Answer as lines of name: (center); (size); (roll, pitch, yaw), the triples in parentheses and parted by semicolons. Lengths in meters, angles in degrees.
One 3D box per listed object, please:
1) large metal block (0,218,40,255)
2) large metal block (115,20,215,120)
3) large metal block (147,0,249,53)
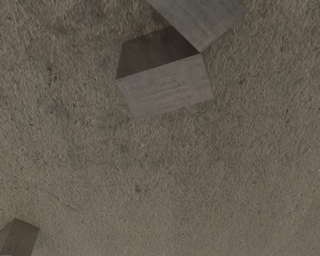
large metal block: (-0.272, 0.223, 0.558); (0.050, 0.080, 0.080); (37, 121, -27)
large metal block: (0.006, -0.062, 0.318); (0.080, 0.080, 0.050); (-15, 129, 12)
large metal block: (0.023, -0.125, 0.265); (0.080, 0.080, 0.050); (37, 121, -27)
